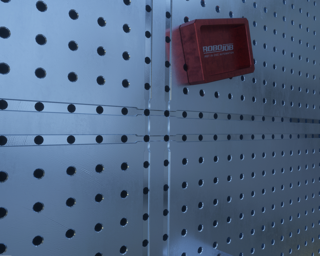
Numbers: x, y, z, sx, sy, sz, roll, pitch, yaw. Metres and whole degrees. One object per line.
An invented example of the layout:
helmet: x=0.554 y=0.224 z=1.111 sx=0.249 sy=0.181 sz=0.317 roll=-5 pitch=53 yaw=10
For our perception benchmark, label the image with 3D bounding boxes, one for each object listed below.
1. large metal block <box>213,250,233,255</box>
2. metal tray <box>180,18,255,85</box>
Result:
large metal block: x=0.115 y=0.246 z=0.470 sx=0.050 sy=0.080 sz=0.080 roll=-29 pitch=108 yaw=-36
metal tray: x=0.094 y=-0.122 z=0.483 sx=0.131 sy=0.030 sz=0.089 roll=-18 pitch=101 yaw=-39
